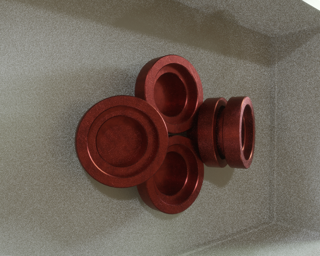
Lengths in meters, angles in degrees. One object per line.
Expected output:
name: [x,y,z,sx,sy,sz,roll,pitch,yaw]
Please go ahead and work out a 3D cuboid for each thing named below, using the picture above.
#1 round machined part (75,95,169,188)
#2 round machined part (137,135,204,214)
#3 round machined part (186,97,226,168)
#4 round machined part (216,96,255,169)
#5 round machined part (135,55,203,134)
round machined part: [-0.044,0.014,0.343,0.099,0.042,0.097,0,90,-19]
round machined part: [0.008,0.057,0.400,0.099,0.042,0.097,0,90,-40]
round machined part: [0.070,0.006,0.438,0.098,0.042,0.097,2,87,-62]
round machined part: [0.100,0.006,0.426,0.098,0.042,0.097,0,90,-62]
round machined part: [0.007,-0.042,0.398,0.099,0.042,0.097,0,90,-40]
